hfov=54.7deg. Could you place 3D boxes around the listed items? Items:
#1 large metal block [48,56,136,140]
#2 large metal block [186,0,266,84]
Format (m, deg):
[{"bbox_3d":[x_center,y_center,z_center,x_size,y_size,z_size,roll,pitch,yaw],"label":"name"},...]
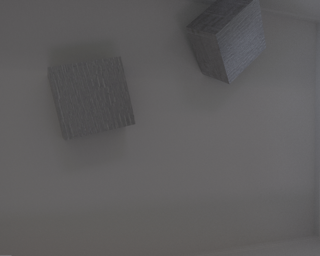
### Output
[{"bbox_3d":[-0.082,-0.034,0.367,0.081,0.050,0.080,-14,95,-20],"label":"large metal block"},{"bbox_3d":[0.091,-0.120,0.412,0.080,0.050,0.080,-44,136,-14],"label":"large metal block"}]
